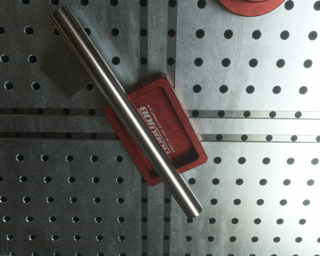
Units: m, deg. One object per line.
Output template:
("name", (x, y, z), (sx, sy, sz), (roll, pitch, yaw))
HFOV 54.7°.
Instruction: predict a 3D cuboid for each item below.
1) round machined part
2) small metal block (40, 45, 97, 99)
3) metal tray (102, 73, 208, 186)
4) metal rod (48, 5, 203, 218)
("round machined part", (0.105, -0.174, 0.341), (0.099, 0.042, 0.097), (0, 110, 0))
("small metal block", (-0.109, -0.073, 0.385), (0.050, 0.025, 0.050), (-36, 107, 12))
("metal tray", (-0.004, 0.004, 0.412), (0.090, 0.030, 0.130), (-26, 108, 9))
("metal rod", (-0.031, -0.006, 0.378), (0.025, 0.025, 0.299), (-30, 108, 10))
